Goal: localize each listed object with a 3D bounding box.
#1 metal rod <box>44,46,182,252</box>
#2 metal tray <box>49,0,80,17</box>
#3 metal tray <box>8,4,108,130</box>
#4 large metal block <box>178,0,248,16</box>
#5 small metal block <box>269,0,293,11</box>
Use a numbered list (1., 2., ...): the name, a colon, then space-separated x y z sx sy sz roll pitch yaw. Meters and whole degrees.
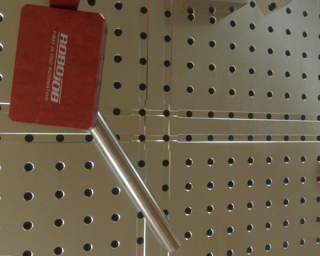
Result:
1. metal rod: -0.056 0.033 0.392 0.025 0.025 0.299 -34 101 -17
2. metal tray: -0.103 -0.197 0.340 0.030 0.090 0.129 3 89 -20
3. metal tray: -0.113 -0.066 0.352 0.091 0.030 0.129 7 90 -2
4. large metal block: 0.070 -0.205 0.426 0.081 0.050 0.079 -5 92 -20
5. small metal block: 0.192 -0.222 0.485 0.050 0.025 0.050 -42 104 -15
